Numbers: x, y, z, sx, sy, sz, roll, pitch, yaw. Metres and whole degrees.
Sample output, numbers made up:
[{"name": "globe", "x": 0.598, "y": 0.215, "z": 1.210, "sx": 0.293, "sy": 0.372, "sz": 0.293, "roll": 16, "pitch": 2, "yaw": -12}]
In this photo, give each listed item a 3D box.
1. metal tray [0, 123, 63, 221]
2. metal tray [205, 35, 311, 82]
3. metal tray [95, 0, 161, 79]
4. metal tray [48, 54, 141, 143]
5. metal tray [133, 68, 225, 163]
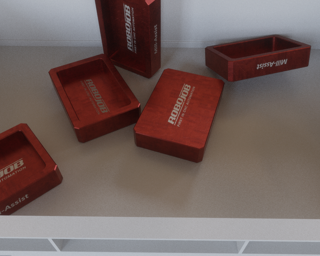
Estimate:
[{"name": "metal tray", "x": -0.191, "y": 0.059, "z": 0.350, "sx": 0.131, "sy": 0.030, "sz": 0.090, "roll": -32, "pitch": 57, "yaw": -24}, {"name": "metal tray", "x": 0.146, "y": -0.110, "z": 0.474, "sx": 0.131, "sy": 0.030, "sz": 0.090, "roll": -13, "pitch": 30, "yaw": -11}, {"name": "metal tray", "x": -0.045, "y": -0.144, "z": 0.457, "sx": 0.090, "sy": 0.129, "sz": 0.030, "roll": 24, "pitch": 54, "yaw": 19}, {"name": "metal tray", "x": -0.094, "y": -0.048, "z": 0.440, "sx": 0.091, "sy": 0.030, "sz": 0.130, "roll": -22, "pitch": 54, "yaw": -18}, {"name": "metal tray", "x": 0.029, "y": -0.022, "z": 0.421, "sx": 0.090, "sy": 0.030, "sz": 0.130, "roll": 15, "pitch": 51, "yaw": 12}]
